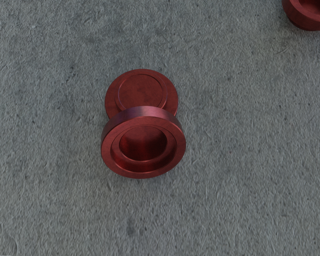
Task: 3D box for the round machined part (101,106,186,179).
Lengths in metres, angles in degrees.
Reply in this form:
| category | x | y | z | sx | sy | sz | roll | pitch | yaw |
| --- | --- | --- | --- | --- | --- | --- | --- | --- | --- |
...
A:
| category | x | y | z | sx | sy | sz | roll | pitch | yaw |
| --- | --- | --- | --- | --- | --- | --- | --- | --- | --- |
| round machined part | -0.021 | 0.013 | 0.373 | 0.099 | 0.097 | 0.042 | -8 | 39 | -3 |

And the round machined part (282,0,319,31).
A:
| category | x | y | z | sx | sy | sz | roll | pitch | yaw |
| --- | --- | --- | --- | --- | --- | --- | --- | --- | --- |
| round machined part | 0.233 | -0.187 | 0.469 | 0.099 | 0.042 | 0.098 | 0 | 70 | 0 |

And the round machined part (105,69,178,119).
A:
| category | x | y | z | sx | sy | sz | roll | pitch | yaw |
| --- | --- | --- | --- | --- | --- | --- | --- | --- | --- |
| round machined part | -0.025 | -0.037 | 0.412 | 0.099 | 0.042 | 0.098 | 0 | 70 | 0 |
